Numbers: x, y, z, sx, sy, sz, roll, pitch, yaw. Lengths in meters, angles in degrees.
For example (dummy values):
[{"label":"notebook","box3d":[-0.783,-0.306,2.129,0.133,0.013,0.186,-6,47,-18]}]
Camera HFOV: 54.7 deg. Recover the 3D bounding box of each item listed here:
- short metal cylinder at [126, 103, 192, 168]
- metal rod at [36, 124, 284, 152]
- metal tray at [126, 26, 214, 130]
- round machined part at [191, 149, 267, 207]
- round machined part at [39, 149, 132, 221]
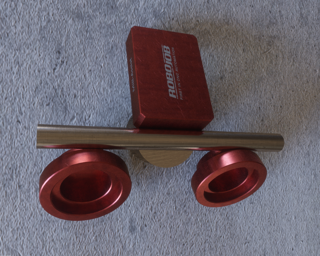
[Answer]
[{"label":"short metal cylinder","box3d":[0.001,0.008,0.399,0.081,0.050,0.079,0,90,-21]},{"label":"metal rod","box3d":[0.017,0.014,0.365,0.303,0.025,0.025,2,89,-21]},{"label":"metal tray","box3d":[0.009,-0.062,0.383,0.091,0.030,0.130,2,63,-20]},{"label":"round machined part","box3d":[0.088,0.061,0.417,0.099,0.042,0.097,-10,136,-10]},{"label":"round machined part","box3d":[-0.085,0.059,0.353,0.099,0.042,0.097,-11,132,-12]}]
